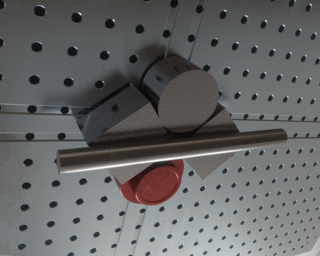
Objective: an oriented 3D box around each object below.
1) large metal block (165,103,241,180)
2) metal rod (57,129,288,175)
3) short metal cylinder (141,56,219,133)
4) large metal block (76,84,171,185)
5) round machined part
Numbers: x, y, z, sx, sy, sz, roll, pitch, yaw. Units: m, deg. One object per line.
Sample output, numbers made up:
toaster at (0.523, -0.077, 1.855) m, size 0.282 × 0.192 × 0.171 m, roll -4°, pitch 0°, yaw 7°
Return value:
large metal block at (0.060, 0.012, 0.427) m, size 0.080 × 0.050 × 0.080 m, roll -40°, pitch 130°, yaw 0°
metal rod at (0.035, 0.023, 0.373) m, size 0.303 × 0.025 × 0.025 m, roll -4°, pitch 121°, yaw -26°
short metal cylinder at (0.024, -0.041, 0.378) m, size 0.081 × 0.050 × 0.079 m, roll -14°, pitch 124°, yaw -21°
large metal block at (-0.039, 0.008, 0.374) m, size 0.080 × 0.050 × 0.080 m, roll -35°, pitch 131°, yaw -6°
round machined part at (-0.009, 0.069, 0.433) m, size 0.099 × 0.042 × 0.097 m, roll -14°, pitch 124°, yaw -21°
